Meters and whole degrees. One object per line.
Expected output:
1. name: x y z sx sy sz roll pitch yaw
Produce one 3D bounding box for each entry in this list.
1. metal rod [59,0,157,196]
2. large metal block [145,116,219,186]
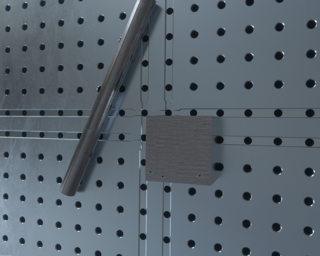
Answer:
1. metal rod: -0.077 -0.040 0.438 0.025 0.025 0.298 27 98 17
2. large metal block: 0.029 0.025 0.388 0.080 0.050 0.079 1 90 19
